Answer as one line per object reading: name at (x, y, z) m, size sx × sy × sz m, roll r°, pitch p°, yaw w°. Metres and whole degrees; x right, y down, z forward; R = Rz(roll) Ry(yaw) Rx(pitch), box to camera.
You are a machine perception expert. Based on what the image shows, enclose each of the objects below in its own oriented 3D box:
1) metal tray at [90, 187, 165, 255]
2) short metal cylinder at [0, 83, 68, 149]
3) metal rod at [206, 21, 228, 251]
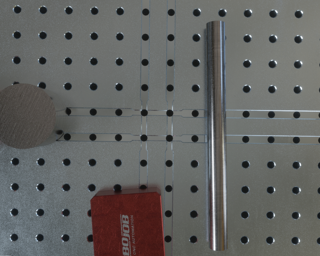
metal tray at (-0.040, 0.149, 0.411) m, size 0.091 × 0.030 × 0.129 m, roll -4°, pitch 90°, yaw 0°
short metal cylinder at (-0.166, -0.014, 0.399) m, size 0.081 × 0.050 × 0.080 m, roll 0°, pitch 90°, yaw 0°
metal rod at (0.076, 0.010, 0.413) m, size 0.025 × 0.025 × 0.298 m, roll -1°, pitch 90°, yaw 0°
